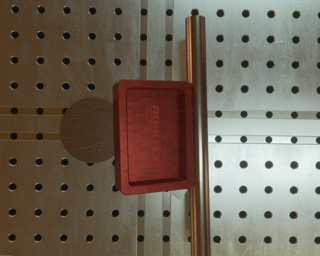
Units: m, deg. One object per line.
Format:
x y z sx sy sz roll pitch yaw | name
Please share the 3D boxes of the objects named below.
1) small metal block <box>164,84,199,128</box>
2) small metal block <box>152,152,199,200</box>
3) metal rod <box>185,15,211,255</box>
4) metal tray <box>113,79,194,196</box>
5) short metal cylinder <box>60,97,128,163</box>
0.031 -0.029 0.414 0.050 0.025 0.050 -15 90 -1 | small metal block
0.021 0.059 0.413 0.050 0.025 0.050 39 90 -1 | small metal block
0.048 0.012 0.389 0.025 0.025 0.298 -1 90 -1 | metal rod
-0.008 0.010 0.371 0.091 0.030 0.129 -2 90 -20 | metal tray
-0.081 0.003 0.399 0.081 0.050 0.079 0 90 -1 | short metal cylinder
